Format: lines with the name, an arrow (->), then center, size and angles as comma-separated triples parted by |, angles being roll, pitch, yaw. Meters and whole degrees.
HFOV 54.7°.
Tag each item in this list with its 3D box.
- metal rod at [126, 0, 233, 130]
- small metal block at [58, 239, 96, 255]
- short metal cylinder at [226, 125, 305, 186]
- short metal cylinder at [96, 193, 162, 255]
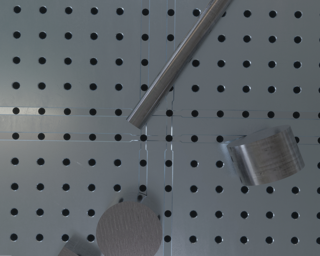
metal rod -> 0.051, -0.127, 0.413 | 0.025, 0.025, 0.299 | 35, 90, 0
small metal block -> -0.117, 0.187, 0.413 | 0.050, 0.025, 0.050 | 33, 90, 0
short metal cylinder -> 0.131, 0.033, 0.387 | 0.080, 0.080, 0.050 | -20, 90, 0
short metal cylinder -> -0.037, 0.129, 0.401 | 0.081, 0.050, 0.079 | 0, 90, 0
